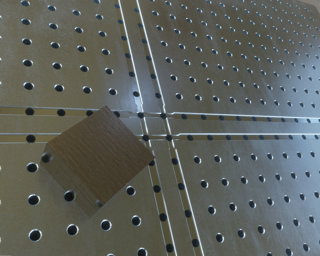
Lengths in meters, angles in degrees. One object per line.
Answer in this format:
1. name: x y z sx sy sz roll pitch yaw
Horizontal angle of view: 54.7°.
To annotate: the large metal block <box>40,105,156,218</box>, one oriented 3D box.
1. large metal block: -0.067 0.035 0.336 0.080 0.050 0.080 47 51 4
